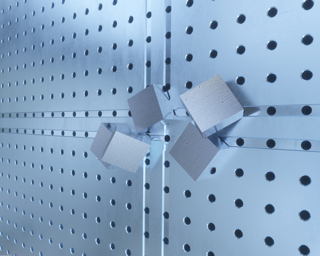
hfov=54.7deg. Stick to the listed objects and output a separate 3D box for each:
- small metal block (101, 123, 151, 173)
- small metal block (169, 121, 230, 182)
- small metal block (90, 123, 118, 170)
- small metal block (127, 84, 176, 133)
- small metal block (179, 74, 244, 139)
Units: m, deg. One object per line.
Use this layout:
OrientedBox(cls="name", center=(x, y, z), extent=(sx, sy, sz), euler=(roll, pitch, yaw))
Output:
OrientedBox(cls="small metal block", center=(-0.046, 0.028, 0.426), extent=(0.050, 0.050, 0.025), euler=(-60, 15, 22))
OrientedBox(cls="small metal block", center=(0.046, 0.027, 0.370), extent=(0.050, 0.025, 0.050), euler=(47, 118, 29))
OrientedBox(cls="small metal block", center=(-0.074, 0.026, 0.468), extent=(0.050, 0.025, 0.050), euler=(41, 114, 32))
OrientedBox(cls="small metal block", center=(-0.012, -0.025, 0.418), extent=(0.050, 0.025, 0.050), euler=(-27, 73, 36))
OrientedBox(cls="small metal block", center=(0.057, -0.024, 0.346), extent=(0.050, 0.025, 0.050), euler=(-29, 68, 1))
